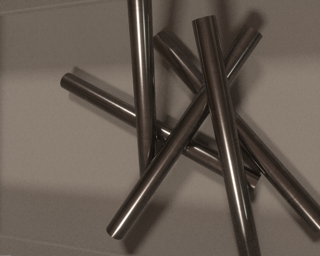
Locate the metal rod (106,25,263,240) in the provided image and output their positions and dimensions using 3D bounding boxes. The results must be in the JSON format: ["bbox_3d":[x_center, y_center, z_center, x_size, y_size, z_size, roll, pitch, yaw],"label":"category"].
[{"bbox_3d":[0.022,0.014,0.374,0.025,0.025,0.299,37,101,16],"label":"metal rod"}]

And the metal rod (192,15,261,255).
[{"bbox_3d":[0.079,0.030,0.347,0.025,0.025,0.298,-10,100,19],"label":"metal rod"}]

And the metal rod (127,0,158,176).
[{"bbox_3d":[-0.019,-0.065,0.350,0.025,0.025,0.298,8,119,19],"label":"metal rod"}]

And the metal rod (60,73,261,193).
[{"bbox_3d":[-0.012,-0.002,0.413,0.301,0.025,0.025,28,99,17],"label":"metal rod"}]

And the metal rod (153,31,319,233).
[{"bbox_3d":[0.089,-0.005,0.378,0.025,0.025,0.300,-42,77,15],"label":"metal rod"}]
